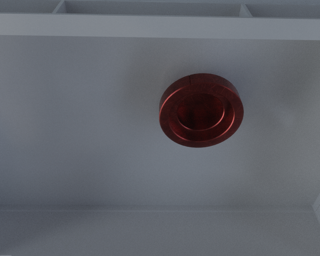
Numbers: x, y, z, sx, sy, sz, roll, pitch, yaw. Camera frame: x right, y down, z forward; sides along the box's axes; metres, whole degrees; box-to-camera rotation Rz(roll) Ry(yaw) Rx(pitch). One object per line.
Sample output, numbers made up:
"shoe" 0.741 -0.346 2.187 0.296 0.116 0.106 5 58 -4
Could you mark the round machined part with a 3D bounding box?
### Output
"round machined part" 0.048 -0.025 0.377 0.099 0.042 0.097 -1 130 0
